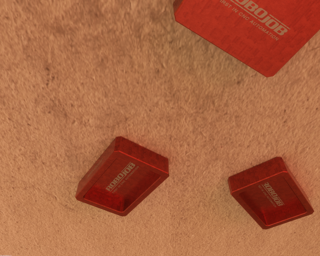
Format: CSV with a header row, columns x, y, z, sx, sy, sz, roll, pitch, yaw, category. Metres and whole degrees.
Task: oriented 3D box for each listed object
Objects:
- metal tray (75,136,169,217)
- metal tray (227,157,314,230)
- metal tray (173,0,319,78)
x,y,z,sx,sy,sz,roll,pitch,yaw,category
-0.058,0.078,0.469,0.090,0.030,0.129,28,125,-22,metal tray
0.180,0.110,0.500,0.090,0.030,0.130,-29,125,22,metal tray
0.090,-0.117,0.306,0.131,0.030,0.090,25,126,-21,metal tray
